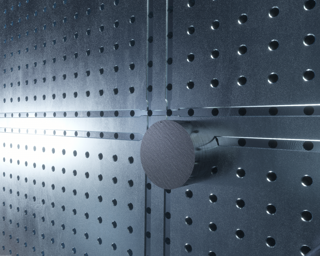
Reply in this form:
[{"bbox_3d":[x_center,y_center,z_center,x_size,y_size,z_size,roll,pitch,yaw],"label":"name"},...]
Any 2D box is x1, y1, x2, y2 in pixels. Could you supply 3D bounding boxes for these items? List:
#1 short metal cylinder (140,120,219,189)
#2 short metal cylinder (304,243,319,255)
[{"bbox_3d":[0.023,0.030,0.374,0.080,0.050,0.079,0,90,40],"label":"short metal cylinder"},{"bbox_3d":[0.153,0.132,0.247,0.080,0.081,0.050,49,119,28],"label":"short metal cylinder"}]
